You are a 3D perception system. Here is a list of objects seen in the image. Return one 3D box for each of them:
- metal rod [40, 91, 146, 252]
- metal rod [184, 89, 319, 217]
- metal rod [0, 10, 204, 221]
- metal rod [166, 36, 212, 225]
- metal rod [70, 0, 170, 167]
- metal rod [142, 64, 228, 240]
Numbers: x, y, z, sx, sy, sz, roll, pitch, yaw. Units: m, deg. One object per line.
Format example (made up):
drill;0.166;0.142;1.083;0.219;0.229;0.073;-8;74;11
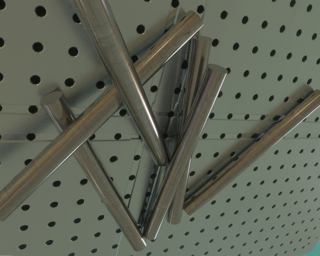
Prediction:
metal rod;-0.075;0.080;0.418;0.025;0.025;0.299;-28;128;-11
metal rod;0.158;0.042;0.521;0.300;0.025;0.025;-40;129;-1
metal rod;-0.064;-0.019;0.337;0.300;0.025;0.025;-45;130;-7
metal rod;0.036;0.022;0.443;0.025;0.025;0.298;-8;122;-24
metal rod;-0.028;-0.034;0.316;0.025;0.025;0.299;-32;147;-7
metal rod;0.025;0.053;0.432;0.025;0.025;0.298;0;126;-29
